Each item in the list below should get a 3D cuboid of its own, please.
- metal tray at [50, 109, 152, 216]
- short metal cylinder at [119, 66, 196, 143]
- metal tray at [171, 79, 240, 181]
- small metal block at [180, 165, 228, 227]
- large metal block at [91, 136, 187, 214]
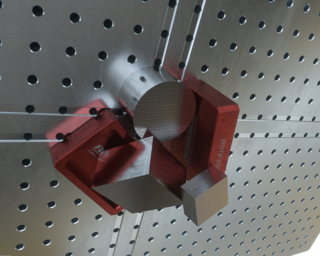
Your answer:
[{"bbox_3d":[-0.064,0.049,0.403,0.090,0.030,0.130,-37,130,-4],"label":"metal tray"},{"bbox_3d":[-0.004,-0.029,0.377,0.081,0.050,0.079,-14,125,-21],"label":"short metal cylinder"},{"bbox_3d":[0.053,0.012,0.407,0.030,0.090,0.129,-9,123,-24],"label":"metal tray"},{"bbox_3d":[0.054,0.081,0.371,0.050,0.025,0.050,-29,130,-25],"label":"small metal block"},{"bbox_3d":[-0.022,0.061,0.382,0.080,0.050,0.080,-18,136,27],"label":"large metal block"}]
